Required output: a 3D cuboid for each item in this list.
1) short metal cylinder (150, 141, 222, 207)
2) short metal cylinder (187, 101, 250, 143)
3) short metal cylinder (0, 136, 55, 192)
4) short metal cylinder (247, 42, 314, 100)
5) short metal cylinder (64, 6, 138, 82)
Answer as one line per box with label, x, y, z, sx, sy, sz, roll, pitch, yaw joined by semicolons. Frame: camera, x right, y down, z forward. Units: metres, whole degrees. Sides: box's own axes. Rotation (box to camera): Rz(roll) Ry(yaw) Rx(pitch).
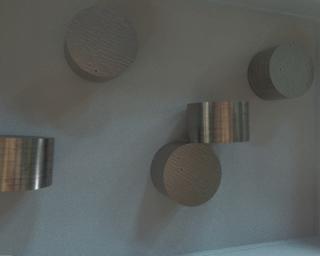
short metal cylinder;0.033;0.058;0.409;0.081;0.050;0.080;0;90;-20
short metal cylinder;0.076;-0.008;0.409;0.081;0.080;0.050;-2;91;-20
short metal cylinder;-0.154;0.034;0.325;0.081;0.080;0.050;3;89;-20
short metal cylinder;0.180;-0.082;0.463;0.081;0.050;0.080;0;90;-20
short metal cylinder;-0.072;-0.097;0.371;0.081;0.050;0.080;0;90;-20
